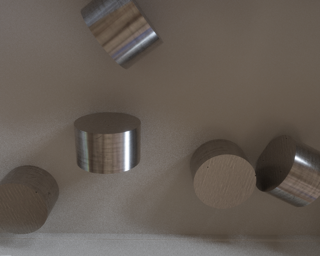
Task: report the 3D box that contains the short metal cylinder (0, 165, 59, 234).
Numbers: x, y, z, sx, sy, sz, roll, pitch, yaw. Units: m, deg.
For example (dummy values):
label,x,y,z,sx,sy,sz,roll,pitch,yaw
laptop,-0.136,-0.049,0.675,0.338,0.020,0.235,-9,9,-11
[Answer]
label,x,y,z,sx,sy,sz,roll,pitch,yaw
short metal cylinder,-0.189,0.099,0.433,0.081,0.050,0.079,0,110,0

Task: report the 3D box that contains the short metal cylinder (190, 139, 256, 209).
label,x,y,z,sx,sy,sz,roll,pitch,yaw
short metal cylinder,0.083,0.061,0.421,0.081,0.050,0.079,0,110,0

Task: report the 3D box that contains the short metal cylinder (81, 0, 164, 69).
label,x,y,z,sx,sy,sz,roll,pitch,yaw
short metal cylinder,-0.040,-0.112,0.340,0.050,0.080,0.080,-34,107,12

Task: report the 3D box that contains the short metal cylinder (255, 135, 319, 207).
label,x,y,z,sx,sy,sz,roll,pitch,yaw
short metal cylinder,0.169,0.055,0.404,0.050,0.080,0.080,26,108,-9

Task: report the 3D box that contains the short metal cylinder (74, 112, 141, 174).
label,x,y,z,sx,sy,sz,roll,pitch,yaw
short metal cylinder,-0.065,0.016,0.387,0.081,0.080,0.050,2,110,-1
